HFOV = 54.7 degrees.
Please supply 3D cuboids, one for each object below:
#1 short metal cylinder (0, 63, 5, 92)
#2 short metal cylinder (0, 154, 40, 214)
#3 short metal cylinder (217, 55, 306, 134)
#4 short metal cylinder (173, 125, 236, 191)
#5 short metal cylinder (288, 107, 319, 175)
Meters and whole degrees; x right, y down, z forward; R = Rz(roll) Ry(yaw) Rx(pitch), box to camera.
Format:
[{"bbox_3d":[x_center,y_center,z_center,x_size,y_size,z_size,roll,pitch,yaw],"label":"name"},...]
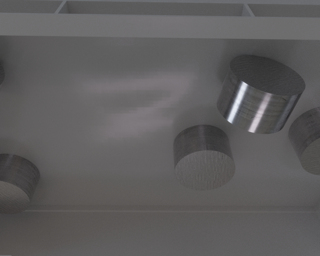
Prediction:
[{"bbox_3d":[-0.216,-0.048,0.330,0.080,0.080,0.050,25,126,-20],"label":"short metal cylinder"},{"bbox_3d":[-0.228,0.084,0.462,0.081,0.050,0.079,0,130,0],"label":"short metal cylinder"},{"bbox_3d":[0.109,-0.038,0.341,0.081,0.080,0.050,7,130,-6],"label":"short metal cylinder"},{"bbox_3d":[0.059,0.042,0.429,0.081,0.050,0.079,0,130,0],"label":"short metal cylinder"},{"bbox_3d":[0.219,0.017,0.409,0.081,0.050,0.079,0,130,0],"label":"short metal cylinder"}]
